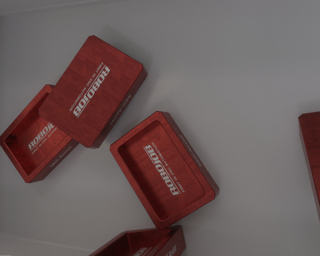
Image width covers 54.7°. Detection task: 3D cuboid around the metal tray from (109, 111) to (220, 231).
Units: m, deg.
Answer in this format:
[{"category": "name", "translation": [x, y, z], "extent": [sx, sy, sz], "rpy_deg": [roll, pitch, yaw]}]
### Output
[{"category": "metal tray", "translation": [0.004, 0.054, 0.406], "extent": [0.090, 0.030, 0.130], "rpy_deg": [-36, 79, 16]}]

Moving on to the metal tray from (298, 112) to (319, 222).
[{"category": "metal tray", "translation": [0.190, 0.032, 0.294], "extent": [0.090, 0.130, 0.030], "rpy_deg": [-8, 129, 20]}]

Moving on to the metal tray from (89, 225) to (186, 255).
[{"category": "metal tray", "translation": [-0.031, 0.153, 0.365], "extent": [0.090, 0.130, 0.030], "rpy_deg": [-13, 86, 19]}]

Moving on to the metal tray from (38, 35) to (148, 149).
[{"category": "metal tray", "translation": [-0.090, -0.048, 0.420], "extent": [0.090, 0.030, 0.130], "rpy_deg": [33, 87, 11]}]

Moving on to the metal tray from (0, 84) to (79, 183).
[{"category": "metal tray", "translation": [-0.176, 0.009, 0.469], "extent": [0.130, 0.030, 0.090], "rpy_deg": [-43, 77, 14]}]
